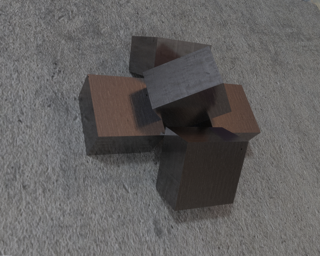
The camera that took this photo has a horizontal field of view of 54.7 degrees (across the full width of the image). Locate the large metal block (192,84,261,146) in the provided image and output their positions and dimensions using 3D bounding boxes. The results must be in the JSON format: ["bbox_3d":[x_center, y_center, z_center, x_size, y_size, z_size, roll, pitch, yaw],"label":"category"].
[{"bbox_3d":[0.084,-0.017,0.444,0.081,0.050,0.080,0,62,-29],"label":"large metal block"}]

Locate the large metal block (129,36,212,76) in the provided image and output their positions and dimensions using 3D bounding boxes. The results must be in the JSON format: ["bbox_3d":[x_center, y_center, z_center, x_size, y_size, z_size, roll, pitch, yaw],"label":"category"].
[{"bbox_3d":[0.011,-0.096,0.429,0.081,0.080,0.050,-1,106,-29],"label":"large metal block"}]

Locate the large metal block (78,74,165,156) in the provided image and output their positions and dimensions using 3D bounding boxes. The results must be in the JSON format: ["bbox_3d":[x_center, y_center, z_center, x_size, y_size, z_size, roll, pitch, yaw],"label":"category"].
[{"bbox_3d":[-0.048,-0.015,0.373,0.081,0.050,0.080,-1,62,-29],"label":"large metal block"}]

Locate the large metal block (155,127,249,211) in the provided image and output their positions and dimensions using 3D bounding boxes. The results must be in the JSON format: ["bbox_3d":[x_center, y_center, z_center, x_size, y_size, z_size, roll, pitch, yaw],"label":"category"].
[{"bbox_3d":[0.047,0.044,0.362,0.081,0.079,0.050,1,18,-27],"label":"large metal block"}]

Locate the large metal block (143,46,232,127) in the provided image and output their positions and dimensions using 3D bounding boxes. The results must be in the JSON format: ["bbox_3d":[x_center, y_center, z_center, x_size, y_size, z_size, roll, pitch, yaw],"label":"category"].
[{"bbox_3d":[0.036,-0.043,0.374,0.080,0.080,0.050,-20,66,11],"label":"large metal block"}]
